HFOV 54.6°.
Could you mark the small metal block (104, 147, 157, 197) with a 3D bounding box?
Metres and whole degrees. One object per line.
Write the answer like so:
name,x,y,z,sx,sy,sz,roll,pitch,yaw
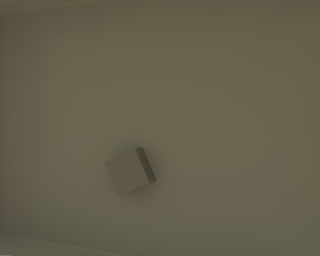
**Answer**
small metal block,-0.040,0.060,0.425,0.050,0.025,0.050,-27,81,18
